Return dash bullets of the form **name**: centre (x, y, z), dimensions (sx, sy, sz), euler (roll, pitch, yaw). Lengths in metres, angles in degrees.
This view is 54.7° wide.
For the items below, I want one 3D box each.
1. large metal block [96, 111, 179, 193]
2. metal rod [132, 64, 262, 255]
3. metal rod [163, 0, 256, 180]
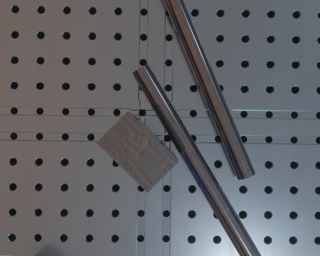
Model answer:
- **large metal block**: centre (-0.025, 0.027, 0.386), dimensions (0.080, 0.080, 0.050), euler (45, 90, -1)
- **metal rod**: centre (0.050, 0.051, 0.414), dimensions (0.025, 0.025, 0.299), euler (-31, 90, 0)
- **metal rod**: centre (0.058, -0.074, 0.414), dimensions (0.025, 0.025, 0.299), euler (-23, 90, 0)
